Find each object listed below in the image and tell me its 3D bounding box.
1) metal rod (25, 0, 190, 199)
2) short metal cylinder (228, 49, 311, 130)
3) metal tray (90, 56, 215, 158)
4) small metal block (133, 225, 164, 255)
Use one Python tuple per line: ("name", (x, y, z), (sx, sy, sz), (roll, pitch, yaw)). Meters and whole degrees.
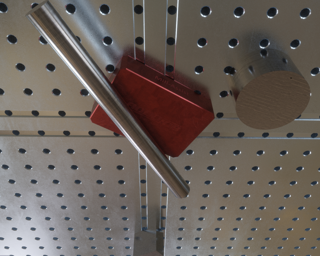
("metal rod", (-0.039, -0.008, 0.363), (0.025, 0.025, 0.300), (-23, 127, 18))
("short metal cylinder", (0.124, -0.044, 0.360), (0.081, 0.050, 0.079), (-1, 130, 0))
("metal tray", (-0.009, -0.021, 0.390), (0.131, 0.030, 0.090), (25, 126, -21))
("small metal block", (-0.021, 0.218, 0.581), (0.050, 0.050, 0.025), (-26, 126, 20))
